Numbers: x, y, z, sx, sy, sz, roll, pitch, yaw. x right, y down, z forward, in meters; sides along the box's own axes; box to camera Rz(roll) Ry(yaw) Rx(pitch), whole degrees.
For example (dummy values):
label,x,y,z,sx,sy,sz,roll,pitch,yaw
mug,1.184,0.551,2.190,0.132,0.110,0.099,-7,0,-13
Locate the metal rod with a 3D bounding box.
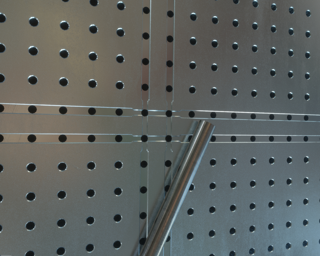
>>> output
label,x,y,z,sx,sy,sz,roll,pitch,yaw
metal rod,0.004,0.128,0.414,0.025,0.025,0.299,28,81,-18
